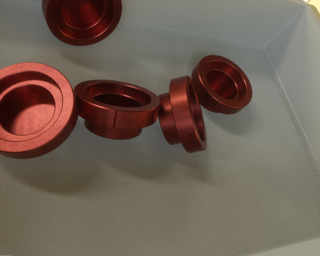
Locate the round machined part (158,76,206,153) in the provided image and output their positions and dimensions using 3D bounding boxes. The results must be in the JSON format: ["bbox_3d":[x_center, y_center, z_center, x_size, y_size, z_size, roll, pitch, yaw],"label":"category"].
[{"bbox_3d":[0.027,-0.015,0.398,0.098,0.042,0.097,-13,90,-75],"label":"round machined part"}]

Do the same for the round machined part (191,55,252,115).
[{"bbox_3d":[0.091,-0.063,0.484,0.099,0.042,0.098,14,56,-21],"label":"round machined part"}]

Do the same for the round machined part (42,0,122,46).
[{"bbox_3d":[-0.103,-0.160,0.404,0.099,0.097,0.042,-9,54,-32],"label":"round machined part"}]

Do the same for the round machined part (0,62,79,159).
[{"bbox_3d":[-0.133,-0.015,0.317,0.099,0.042,0.098,1,68,-2],"label":"round machined part"}]

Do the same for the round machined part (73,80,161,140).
[{"bbox_3d":[-0.051,-0.020,0.361,0.099,0.042,0.098,11,24,-5],"label":"round machined part"}]
